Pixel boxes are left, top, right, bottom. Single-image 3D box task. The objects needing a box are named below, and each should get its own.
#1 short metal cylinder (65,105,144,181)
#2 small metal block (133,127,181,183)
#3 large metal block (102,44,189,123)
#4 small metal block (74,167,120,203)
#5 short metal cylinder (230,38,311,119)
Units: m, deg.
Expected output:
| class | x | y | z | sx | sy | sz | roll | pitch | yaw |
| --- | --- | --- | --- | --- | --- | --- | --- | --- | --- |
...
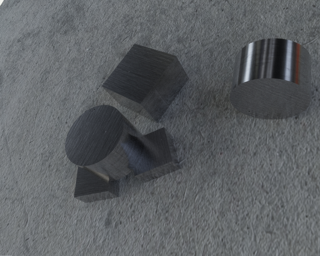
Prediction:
| class | x | y | z | sx | sy | sz | roll | pitch | yaw |
| --- | --- | --- | --- | --- | --- | --- | --- | --- | --- |
| short metal cylinder | -0.067 | 0.019 | 0.379 | 0.080 | 0.050 | 0.080 | -13 | 56 | 21 |
| small metal block | -0.007 | 0.034 | 0.387 | 0.050 | 0.025 | 0.050 | -23 | 53 | 14 |
| large metal block | -0.020 | -0.065 | 0.438 | 0.080 | 0.050 | 0.080 | 27 | 76 | 37 |
| small metal block | -0.081 | 0.067 | 0.405 | 0.050 | 0.025 | 0.050 | -14 | 56 | 20 |
| short metal cylinder | 0.120 | -0.051 | 0.337 | 0.080 | 0.080 | 0.050 | 0 | 62 | 28 |
